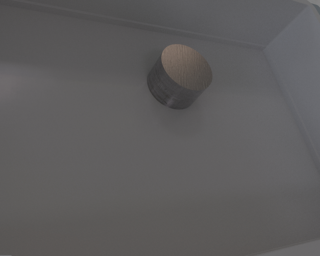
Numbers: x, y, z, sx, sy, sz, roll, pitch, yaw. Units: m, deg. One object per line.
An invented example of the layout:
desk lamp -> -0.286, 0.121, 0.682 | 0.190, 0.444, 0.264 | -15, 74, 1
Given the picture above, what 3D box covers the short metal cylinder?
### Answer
short metal cylinder -> 0.028, -0.074, 0.449 | 0.081, 0.050, 0.080 | 13, 56, -21
